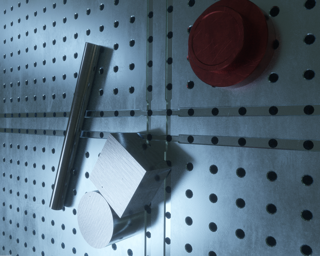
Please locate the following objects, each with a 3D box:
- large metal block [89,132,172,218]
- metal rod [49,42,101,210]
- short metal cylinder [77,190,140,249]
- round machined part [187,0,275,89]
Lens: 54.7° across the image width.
[{"bbox_3d":[-0.043,0.062,0.429,0.080,0.050,0.080,42,115,32],"label":"large metal block"},{"bbox_3d":[-0.148,0.004,0.531,0.025,0.025,0.298,27,107,37],"label":"metal rod"},{"bbox_3d":[-0.077,0.130,0.457,0.080,0.050,0.079,0,90,40],"label":"short metal cylinder"},{"bbox_3d":[0.070,-0.094,0.340,0.098,0.042,0.097,0,90,40],"label":"round machined part"}]
